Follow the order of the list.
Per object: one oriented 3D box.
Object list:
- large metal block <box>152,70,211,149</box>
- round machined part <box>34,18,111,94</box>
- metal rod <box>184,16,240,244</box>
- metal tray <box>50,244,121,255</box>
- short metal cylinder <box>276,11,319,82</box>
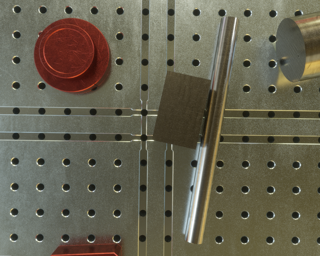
[{"bbox_3d":[0.024,-0.020,0.386,0.050,0.080,0.080,12,90,0],"label":"large metal block"},{"bbox_3d":[-0.116,-0.095,0.404,0.099,0.042,0.097,0,90,0],"label":"round machined part"},{"bbox_3d":[0.070,0.003,0.413,0.025,0.025,0.298,9,90,0],"label":"metal rod"},{"bbox_3d":[-0.096,0.225,0.410,0.091,0.030,0.129,-2,90,0],"label":"metal tray"},{"bbox_3d":[0.186,-0.101,0.387,0.050,0.080,0.080,-12,90,0],"label":"short metal cylinder"}]
